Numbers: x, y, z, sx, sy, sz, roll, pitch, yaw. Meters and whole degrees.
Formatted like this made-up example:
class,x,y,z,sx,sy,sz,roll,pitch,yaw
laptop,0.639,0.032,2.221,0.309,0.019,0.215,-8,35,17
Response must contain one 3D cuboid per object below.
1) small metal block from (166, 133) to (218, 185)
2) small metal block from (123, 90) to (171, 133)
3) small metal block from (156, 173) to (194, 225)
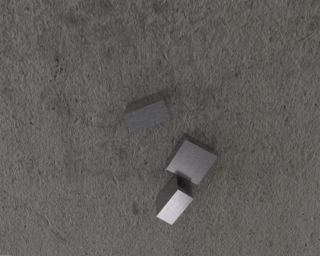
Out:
class,x,y,z,sx,sy,sz,roll,pitch,yaw
small metal block,0.043,0.042,0.426,0.050,0.025,0.050,28,108,-10
small metal block,-0.015,-0.022,0.388,0.050,0.050,0.025,-20,109,7
small metal block,0.020,0.097,0.432,0.025,0.050,0.050,33,107,-11
